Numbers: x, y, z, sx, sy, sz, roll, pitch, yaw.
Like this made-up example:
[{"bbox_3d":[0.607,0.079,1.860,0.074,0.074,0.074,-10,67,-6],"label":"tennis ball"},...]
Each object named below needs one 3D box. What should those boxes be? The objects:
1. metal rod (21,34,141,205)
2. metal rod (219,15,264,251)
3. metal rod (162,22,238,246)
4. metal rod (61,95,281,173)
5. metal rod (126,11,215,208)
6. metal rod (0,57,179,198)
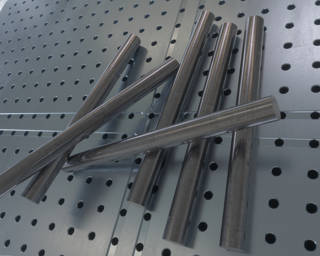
[{"bbox_3d":[-0.105,-0.029,0.459,0.025,0.025,0.300,9,59,32],"label":"metal rod"},{"bbox_3d":[0.100,-0.015,0.364,0.025,0.025,0.300,-1,61,28],"label":"metal rod"},{"bbox_3d":[0.057,-0.011,0.385,0.025,0.025,0.300,4,63,30],"label":"metal rod"},{"bbox_3d":[-0.013,0.017,0.370,0.300,0.025,0.025,-16,54,32],"label":"metal rod"},{"bbox_3d":[0.022,-0.040,0.421,0.025,0.025,0.300,8,65,31],"label":"metal rod"},{"bbox_3d":[-0.093,-0.006,0.415,0.301,0.025,0.025,-37,49,-16],"label":"metal rod"}]
